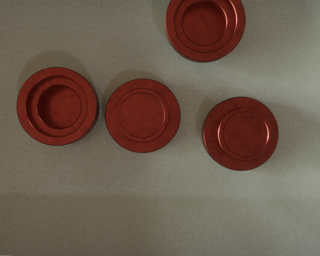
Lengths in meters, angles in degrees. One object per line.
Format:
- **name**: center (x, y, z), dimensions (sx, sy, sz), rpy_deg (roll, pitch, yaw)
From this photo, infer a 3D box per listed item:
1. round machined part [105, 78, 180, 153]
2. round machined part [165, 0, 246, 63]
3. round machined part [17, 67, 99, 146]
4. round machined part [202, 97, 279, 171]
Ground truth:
- **round machined part**: center (-0.023, -0.016, 0.403), dimensions (0.099, 0.042, 0.097), rpy_deg (0, 90, 0)
- **round machined part**: center (0.056, -0.133, 0.399), dimensions (0.099, 0.042, 0.097), rpy_deg (0, 97, 1)
- **round machined part**: center (-0.127, -0.027, 0.402), dimensions (0.099, 0.042, 0.097), rpy_deg (0, 90, 0)
- **round machined part**: center (0.106, 0.007, 0.404), dimensions (0.099, 0.042, 0.097), rpy_deg (0, 90, 0)
